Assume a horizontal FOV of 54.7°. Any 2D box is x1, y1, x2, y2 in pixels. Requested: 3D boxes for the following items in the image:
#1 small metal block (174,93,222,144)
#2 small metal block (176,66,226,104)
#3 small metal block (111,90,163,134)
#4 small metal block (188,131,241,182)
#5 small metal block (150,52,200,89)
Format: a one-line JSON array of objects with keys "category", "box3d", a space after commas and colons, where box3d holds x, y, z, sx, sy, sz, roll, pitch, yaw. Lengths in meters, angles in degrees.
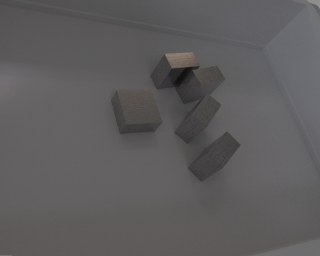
[{"category": "small metal block", "box3d": [0.051, -0.013, 0.425, 0.025, 0.050, 0.050, 40, 51, -1]}, {"category": "small metal block", "box3d": [0.060, -0.064, 0.461, 0.050, 0.050, 0.025, -17, 71, -35]}, {"category": "small metal block", "box3d": [-0.031, -0.022, 0.402, 0.050, 0.025, 0.050, -4, 64, -30]}, {"category": "small metal block", "box3d": [0.071, 0.038, 0.404, 0.025, 0.050, 0.050, 46, 51, 3]}, {"category": "small metal block", "box3d": [0.021, -0.083, 0.452, 0.050, 0.050, 0.025, -12, 68, -33]}]
